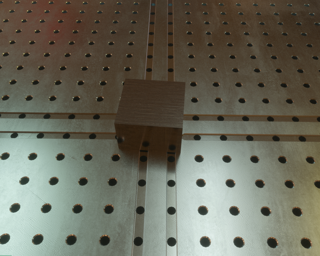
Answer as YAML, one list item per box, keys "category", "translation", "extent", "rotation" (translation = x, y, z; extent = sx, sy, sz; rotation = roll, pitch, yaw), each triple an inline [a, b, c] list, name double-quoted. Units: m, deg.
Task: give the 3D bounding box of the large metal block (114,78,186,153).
- category: "large metal block"
  translation: [-0.010, -0.017, 0.406]
  extent: [0.080, 0.050, 0.080]
  rotation: [4, 50, 3]
